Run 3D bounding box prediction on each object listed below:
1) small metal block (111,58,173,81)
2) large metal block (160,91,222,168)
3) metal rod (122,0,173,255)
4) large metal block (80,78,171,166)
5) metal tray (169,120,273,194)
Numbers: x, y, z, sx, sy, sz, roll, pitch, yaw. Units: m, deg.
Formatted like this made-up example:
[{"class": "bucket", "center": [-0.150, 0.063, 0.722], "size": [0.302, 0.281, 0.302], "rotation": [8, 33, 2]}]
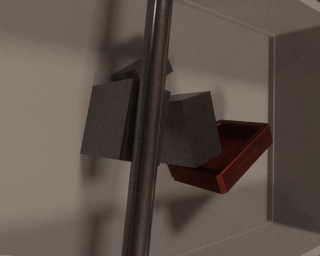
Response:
[{"class": "small metal block", "center": [-0.022, -0.066, 0.374], "size": [0.050, 0.050, 0.025], "rotation": [-38, 114, -34]}, {"class": "large metal block", "center": [0.025, 0.000, 0.393], "size": [0.050, 0.080, 0.079], "rotation": [-21, 104, -38]}, {"class": "metal rod", "center": [-0.009, -0.027, 0.296], "size": [0.025, 0.025, 0.298], "rotation": [9, 84, -40]}, {"class": "large metal block", "center": [-0.039, -0.005, 0.339], "size": [0.050, 0.080, 0.080], "rotation": [15, 81, -40]}, {"class": "metal tray", "center": [0.087, 0.034, 0.438], "size": [0.131, 0.090, 0.030], "rotation": [-36, 118, -34]}]
